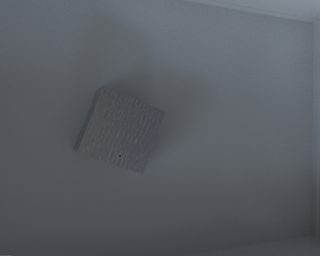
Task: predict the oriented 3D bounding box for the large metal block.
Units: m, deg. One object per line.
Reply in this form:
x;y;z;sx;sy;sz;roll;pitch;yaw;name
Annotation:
-0.050;0.003;0.379;0.080;0.050;0.080;22;83;-19;large metal block
